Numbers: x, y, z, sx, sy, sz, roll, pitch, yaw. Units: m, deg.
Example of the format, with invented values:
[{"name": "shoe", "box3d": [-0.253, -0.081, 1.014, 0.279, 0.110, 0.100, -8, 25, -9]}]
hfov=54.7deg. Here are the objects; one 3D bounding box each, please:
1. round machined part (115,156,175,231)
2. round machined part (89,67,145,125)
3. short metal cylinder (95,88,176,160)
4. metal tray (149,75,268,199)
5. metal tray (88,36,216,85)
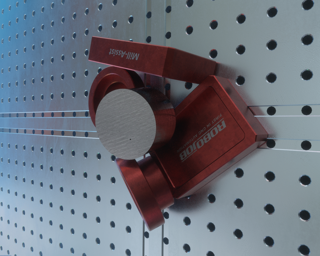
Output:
[{"name": "round machined part", "box3d": [-0.016, 0.074, 0.387, 0.098, 0.042, 0.098, 59, 168, 23]}, {"name": "round machined part", "box3d": [-0.054, -0.037, 0.441, 0.098, 0.042, 0.097, 0, 90, 39]}, {"name": "short metal cylinder", "box3d": [-0.028, -0.007, 0.366, 0.080, 0.050, 0.079, 5, 101, 27]}, {"name": "metal tray", "box3d": [0.046, 0.013, 0.365, 0.129, 0.030, 0.090, -44, 64, 31]}, {"name": "metal tray", "box3d": [-0.011, -0.081, 0.374, 0.130, 0.091, 0.030, 20, 103, 38]}]
